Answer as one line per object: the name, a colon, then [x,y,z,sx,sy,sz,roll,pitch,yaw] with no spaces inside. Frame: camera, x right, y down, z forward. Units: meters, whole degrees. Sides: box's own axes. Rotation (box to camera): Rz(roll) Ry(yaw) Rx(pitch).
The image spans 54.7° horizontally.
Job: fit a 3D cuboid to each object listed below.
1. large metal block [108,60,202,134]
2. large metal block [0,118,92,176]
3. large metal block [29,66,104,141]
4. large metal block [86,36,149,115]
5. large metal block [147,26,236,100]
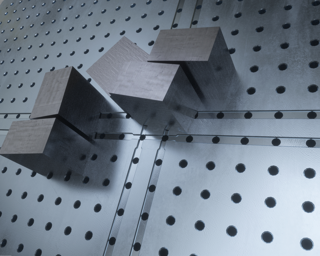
large metal block: [-0.004,-0.039,0.398,0.080,0.080,0.050,12,68,33]
large metal block: [-0.158,0.029,0.436,0.080,0.080,0.050,-3,61,26]
large metal block: [-0.134,-0.032,0.461,0.050,0.080,0.080,-8,59,24]
large metal block: [-0.051,-0.080,0.467,0.080,0.050,0.080,-43,51,-2]
large metal block: [0.043,-0.081,0.399,0.080,0.080,0.050,8,66,31]
